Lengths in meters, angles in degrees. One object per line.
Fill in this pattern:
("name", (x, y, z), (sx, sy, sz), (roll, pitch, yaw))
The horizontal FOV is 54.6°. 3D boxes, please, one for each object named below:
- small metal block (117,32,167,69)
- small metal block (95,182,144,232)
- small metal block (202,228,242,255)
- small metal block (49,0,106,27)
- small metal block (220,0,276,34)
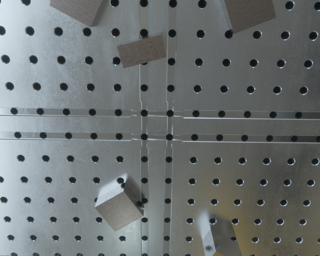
("small metal block", (-0.020, -0.093, 0.366), (0.050, 0.050, 0.025), (-14, 110, 5))
("small metal block", (-0.058, 0.116, 0.456), (0.050, 0.025, 0.050), (-31, 107, 10))
("small metal block", (0.095, 0.187, 0.470), (0.050, 0.050, 0.025), (27, 108, -10))
("small metal block", (-0.091, -0.152, 0.357), (0.050, 0.025, 0.050), (27, 108, -10))
("small metal block", (0.101, -0.144, 0.361), (0.050, 0.025, 0.050), (-20, 109, 7))
